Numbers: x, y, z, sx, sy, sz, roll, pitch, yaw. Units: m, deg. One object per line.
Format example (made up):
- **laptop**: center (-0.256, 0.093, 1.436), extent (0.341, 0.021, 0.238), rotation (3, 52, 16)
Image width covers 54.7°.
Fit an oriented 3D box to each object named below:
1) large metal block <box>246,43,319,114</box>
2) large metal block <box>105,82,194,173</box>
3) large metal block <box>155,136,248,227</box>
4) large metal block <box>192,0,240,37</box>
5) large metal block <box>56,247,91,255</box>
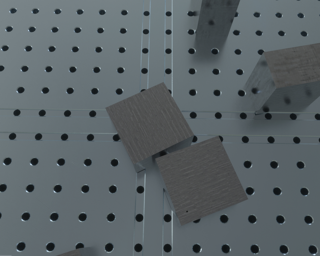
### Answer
- **large metal block**: center (0.169, -0.063, 0.408), extent (0.081, 0.080, 0.050), rotation (-10, 71, -4)
- **large metal block**: center (-0.013, 0.000, 0.398), extent (0.080, 0.050, 0.080), rotation (-25, 72, -9)
- **large metal block**: center (0.046, 0.066, 0.375), extent (0.081, 0.050, 0.080), rotation (-19, 71, -7)
- **large metal block**: center (0.078, -0.192, 0.454), extent (0.050, 0.080, 0.080), rotation (-2, 70, -1)
- **large metal block**: center (-0.112, 0.181, 0.331), extent (0.081, 0.050, 0.080), rotation (-16, 71, -6)
